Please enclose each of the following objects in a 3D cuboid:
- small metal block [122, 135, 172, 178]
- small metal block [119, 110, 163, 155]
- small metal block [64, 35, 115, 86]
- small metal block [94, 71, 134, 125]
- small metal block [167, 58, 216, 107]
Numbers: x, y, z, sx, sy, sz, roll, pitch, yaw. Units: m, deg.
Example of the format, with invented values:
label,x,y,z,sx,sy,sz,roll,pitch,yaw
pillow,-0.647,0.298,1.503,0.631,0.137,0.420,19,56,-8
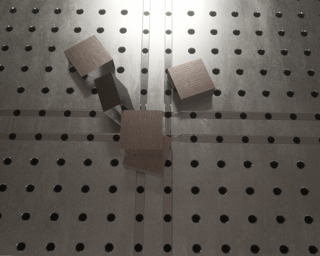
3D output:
label,x,y,z,sx,sy,sz,roll,pitch,yaw
small metal block,-0.015,0.032,0.400,0.050,0.025,0.050,15,71,5
small metal block,-0.022,0.006,0.383,0.050,0.025,0.050,1,70,0
small metal block,-0.101,-0.098,0.446,0.050,0.025,0.050,-33,74,-12
small metal block,-0.058,-0.037,0.406,0.025,0.050,0.050,-25,65,9
small metal block,0.043,-0.064,0.436,0.050,0.025,0.050,-19,71,-7
